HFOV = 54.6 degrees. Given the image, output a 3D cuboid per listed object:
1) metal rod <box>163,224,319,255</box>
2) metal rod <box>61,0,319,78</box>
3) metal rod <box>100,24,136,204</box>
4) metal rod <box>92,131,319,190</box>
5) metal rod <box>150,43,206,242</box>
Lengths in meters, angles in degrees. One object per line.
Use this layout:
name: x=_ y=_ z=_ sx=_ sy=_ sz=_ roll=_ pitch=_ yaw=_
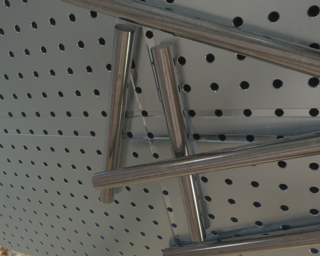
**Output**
metal rod: x=0.122 y=0.171 z=0.452 sx=0.299 sy=0.025 sz=0.025 roll=-25 pitch=105 yaw=37
metal rod: x=0.021 y=-0.111 z=0.331 sx=0.301 sy=0.025 sz=0.025 roll=21 pitch=127 yaw=15
metal rod: x=-0.065 y=0.002 z=0.447 sx=0.025 sy=0.025 sz=0.298 roll=23 pitch=127 yaw=14
metal rod: x=0.043 y=0.046 z=0.387 sx=0.300 sy=0.025 sz=0.025 roll=-13 pitch=112 yaw=24
metal rod: x=0.031 y=0.038 z=0.418 sx=0.025 sy=0.025 sz=0.298 roll=2 pitch=120 yaw=27
